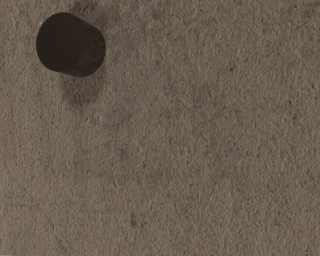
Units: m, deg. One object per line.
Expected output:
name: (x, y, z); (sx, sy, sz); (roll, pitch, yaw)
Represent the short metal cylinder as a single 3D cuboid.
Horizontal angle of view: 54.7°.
short metal cylinder: (-0.125, -0.115, 0.438); (0.080, 0.050, 0.079); (0, 90, 19)
